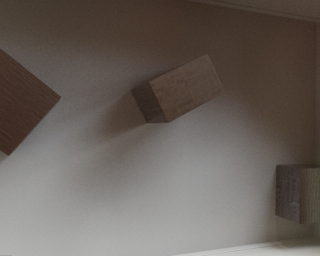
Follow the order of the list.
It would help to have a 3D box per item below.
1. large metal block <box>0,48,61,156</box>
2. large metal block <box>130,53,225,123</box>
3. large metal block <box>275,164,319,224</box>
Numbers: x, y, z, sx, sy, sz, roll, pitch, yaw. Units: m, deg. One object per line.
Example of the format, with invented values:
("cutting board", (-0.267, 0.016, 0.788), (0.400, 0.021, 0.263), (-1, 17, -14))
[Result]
("large metal block", (-0.167, -0.028, 0.335), (0.080, 0.050, 0.080), (41, 77, -16))
("large metal block", (0.019, -0.046, 0.388), (0.080, 0.080, 0.050), (-29, 100, -18))
("large metal block", (0.230, 0.099, 0.482), (0.081, 0.050, 0.080), (2, 89, -20))
